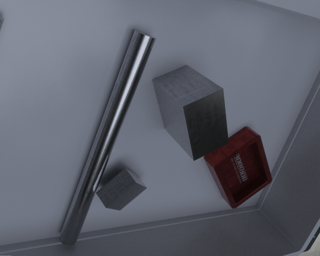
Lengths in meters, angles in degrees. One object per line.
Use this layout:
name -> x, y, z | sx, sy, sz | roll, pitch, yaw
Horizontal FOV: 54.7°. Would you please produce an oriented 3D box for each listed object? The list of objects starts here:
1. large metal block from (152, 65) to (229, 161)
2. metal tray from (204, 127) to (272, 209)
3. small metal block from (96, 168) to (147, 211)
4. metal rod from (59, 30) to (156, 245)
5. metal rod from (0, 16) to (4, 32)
large metal block -> 0.037, -0.021, 0.382 | 0.050, 0.080, 0.080 | -25, 128, -13
metal tray -> 0.136, 0.071, 0.526 | 0.090, 0.030, 0.130 | -34, 129, -6
small metal block -> -0.051, 0.085, 0.422 | 0.050, 0.025, 0.050 | -40, 157, -1
metal rod -> -0.072, 0.027, 0.386 | 0.025, 0.025, 0.298 | 11, 113, -33
metal rod -> -0.214, 0.028, 0.308 | 0.025, 0.025, 0.298 | 16, 110, -35
